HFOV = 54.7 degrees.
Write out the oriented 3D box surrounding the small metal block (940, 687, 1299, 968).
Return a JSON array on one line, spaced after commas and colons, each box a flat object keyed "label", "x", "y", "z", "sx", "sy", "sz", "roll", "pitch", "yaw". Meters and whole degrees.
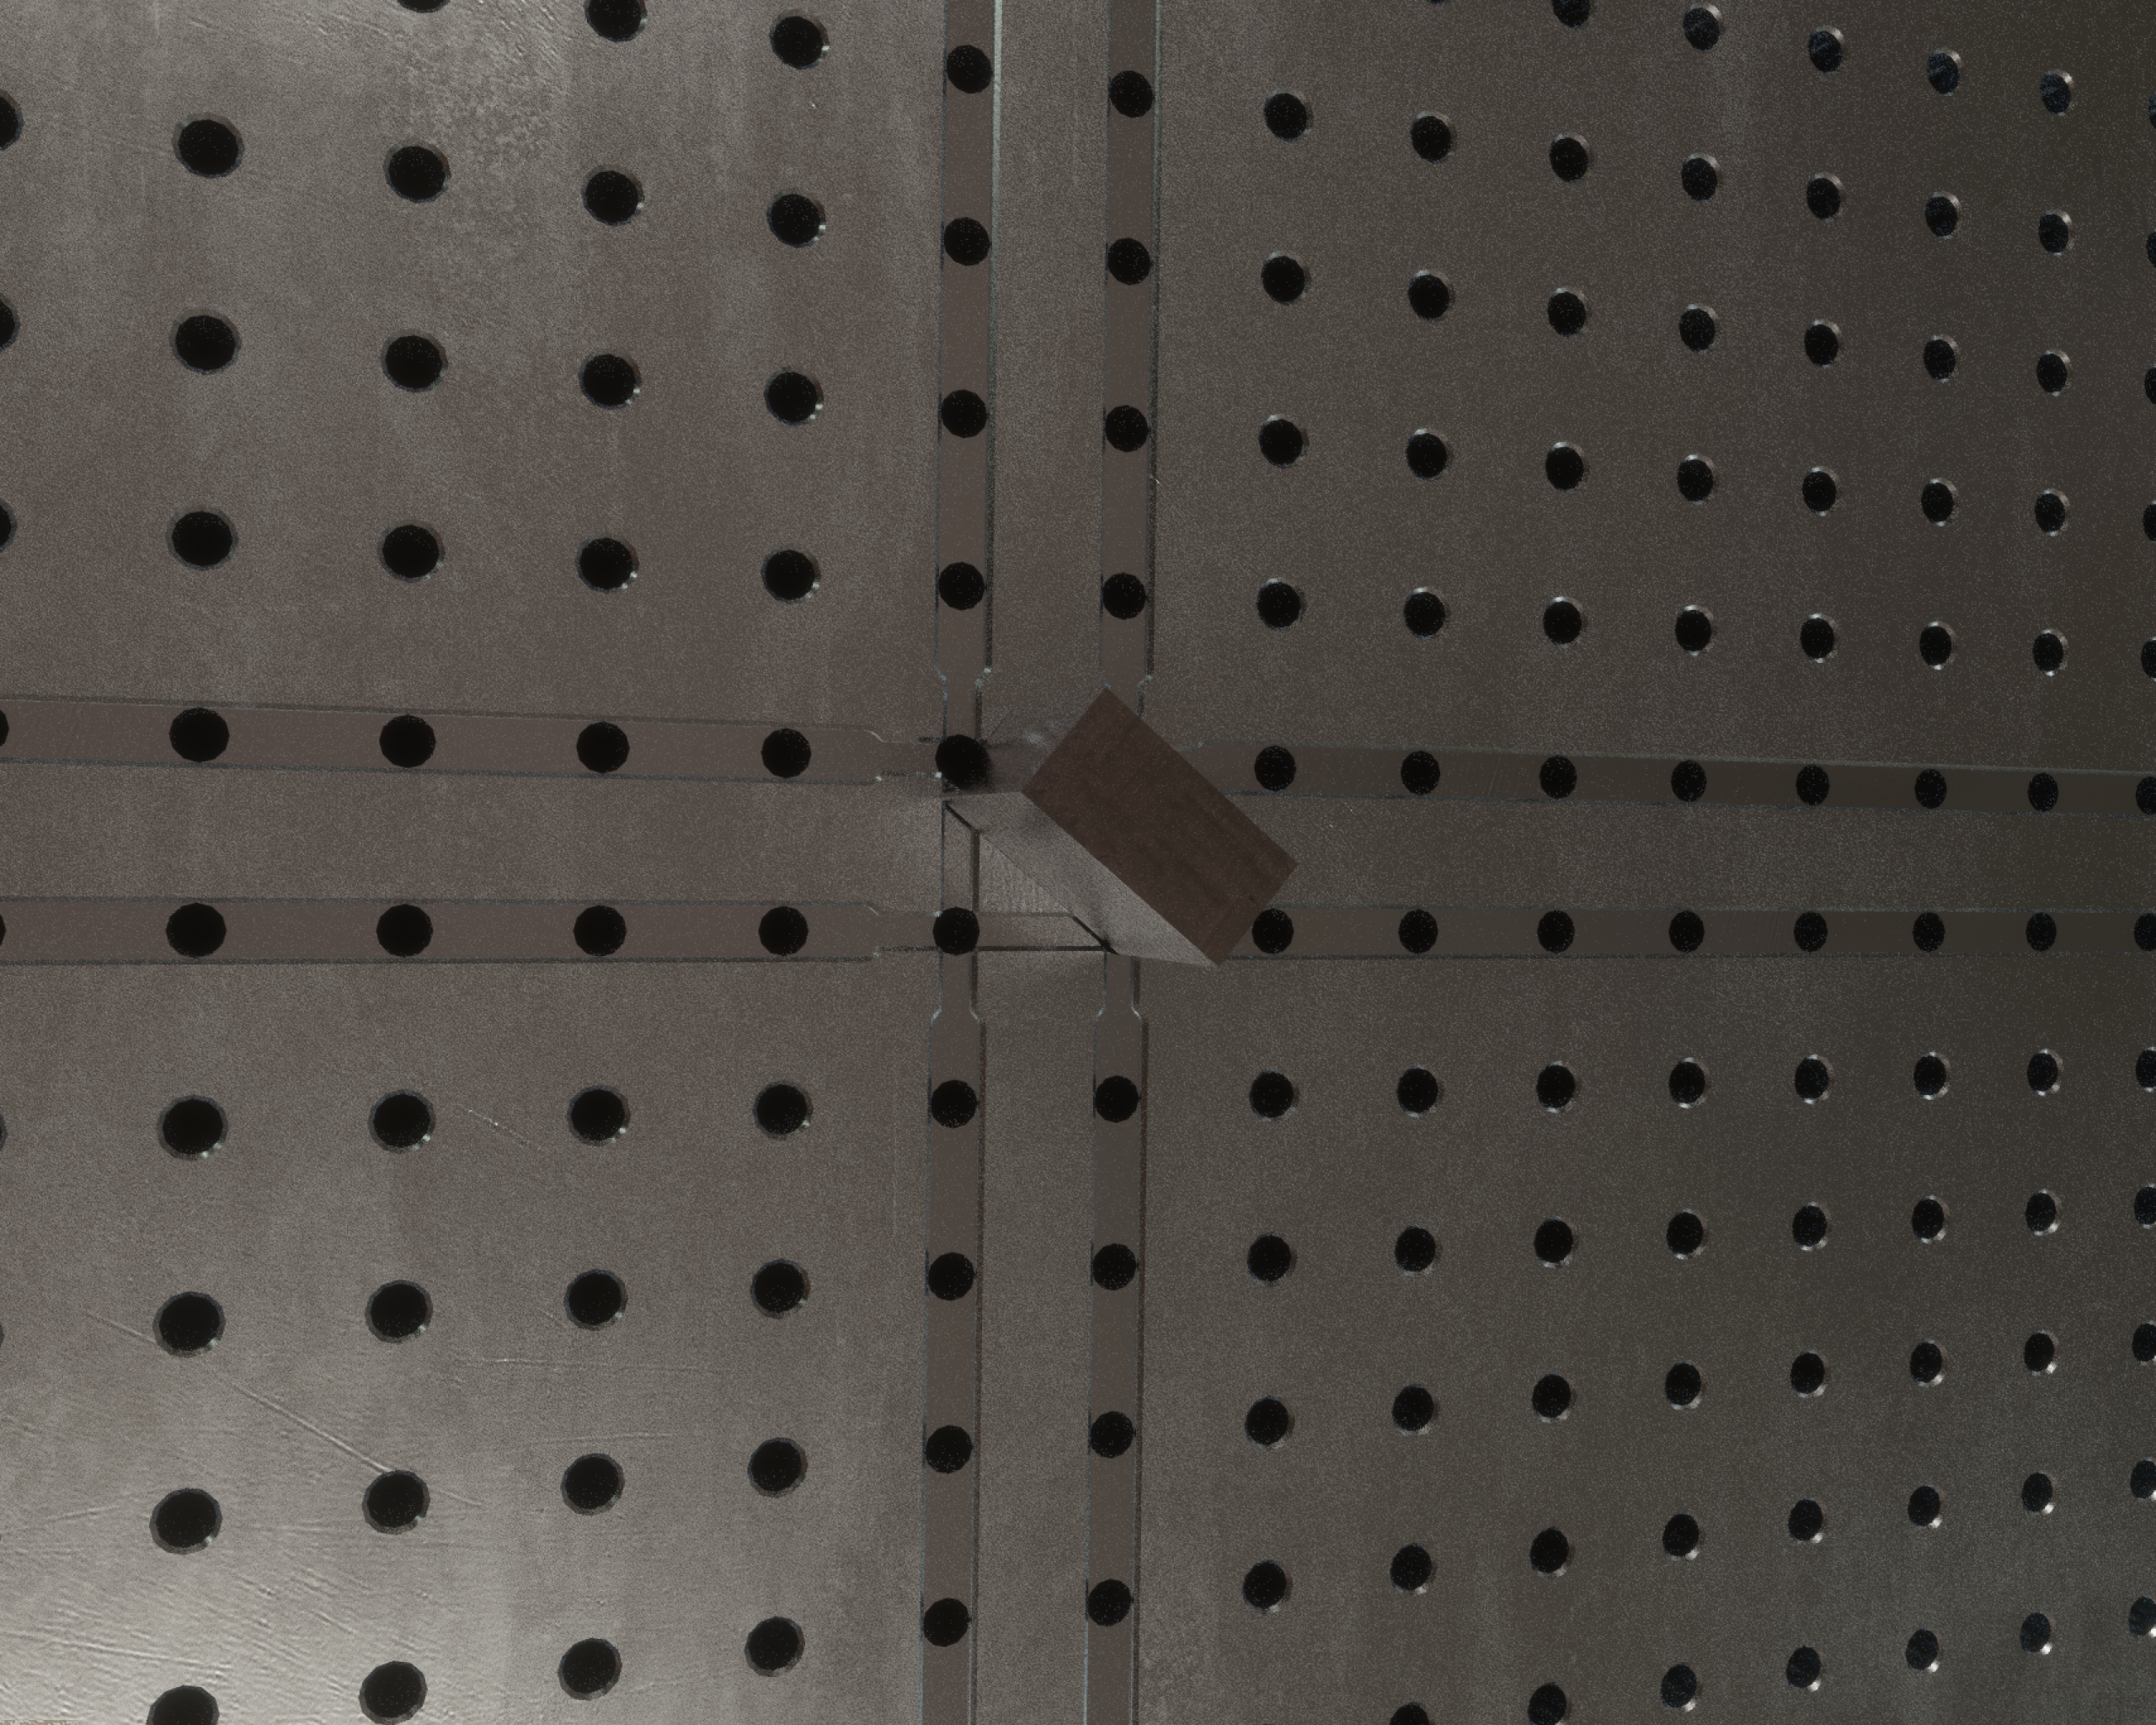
[{"label": "small metal block", "x": 0.007, "y": -0.006, "z": 0.403, "sx": 0.050, "sy": 0.050, "sz": 0.025, "roll": 42, "pitch": 77, "yaw": -16}]
